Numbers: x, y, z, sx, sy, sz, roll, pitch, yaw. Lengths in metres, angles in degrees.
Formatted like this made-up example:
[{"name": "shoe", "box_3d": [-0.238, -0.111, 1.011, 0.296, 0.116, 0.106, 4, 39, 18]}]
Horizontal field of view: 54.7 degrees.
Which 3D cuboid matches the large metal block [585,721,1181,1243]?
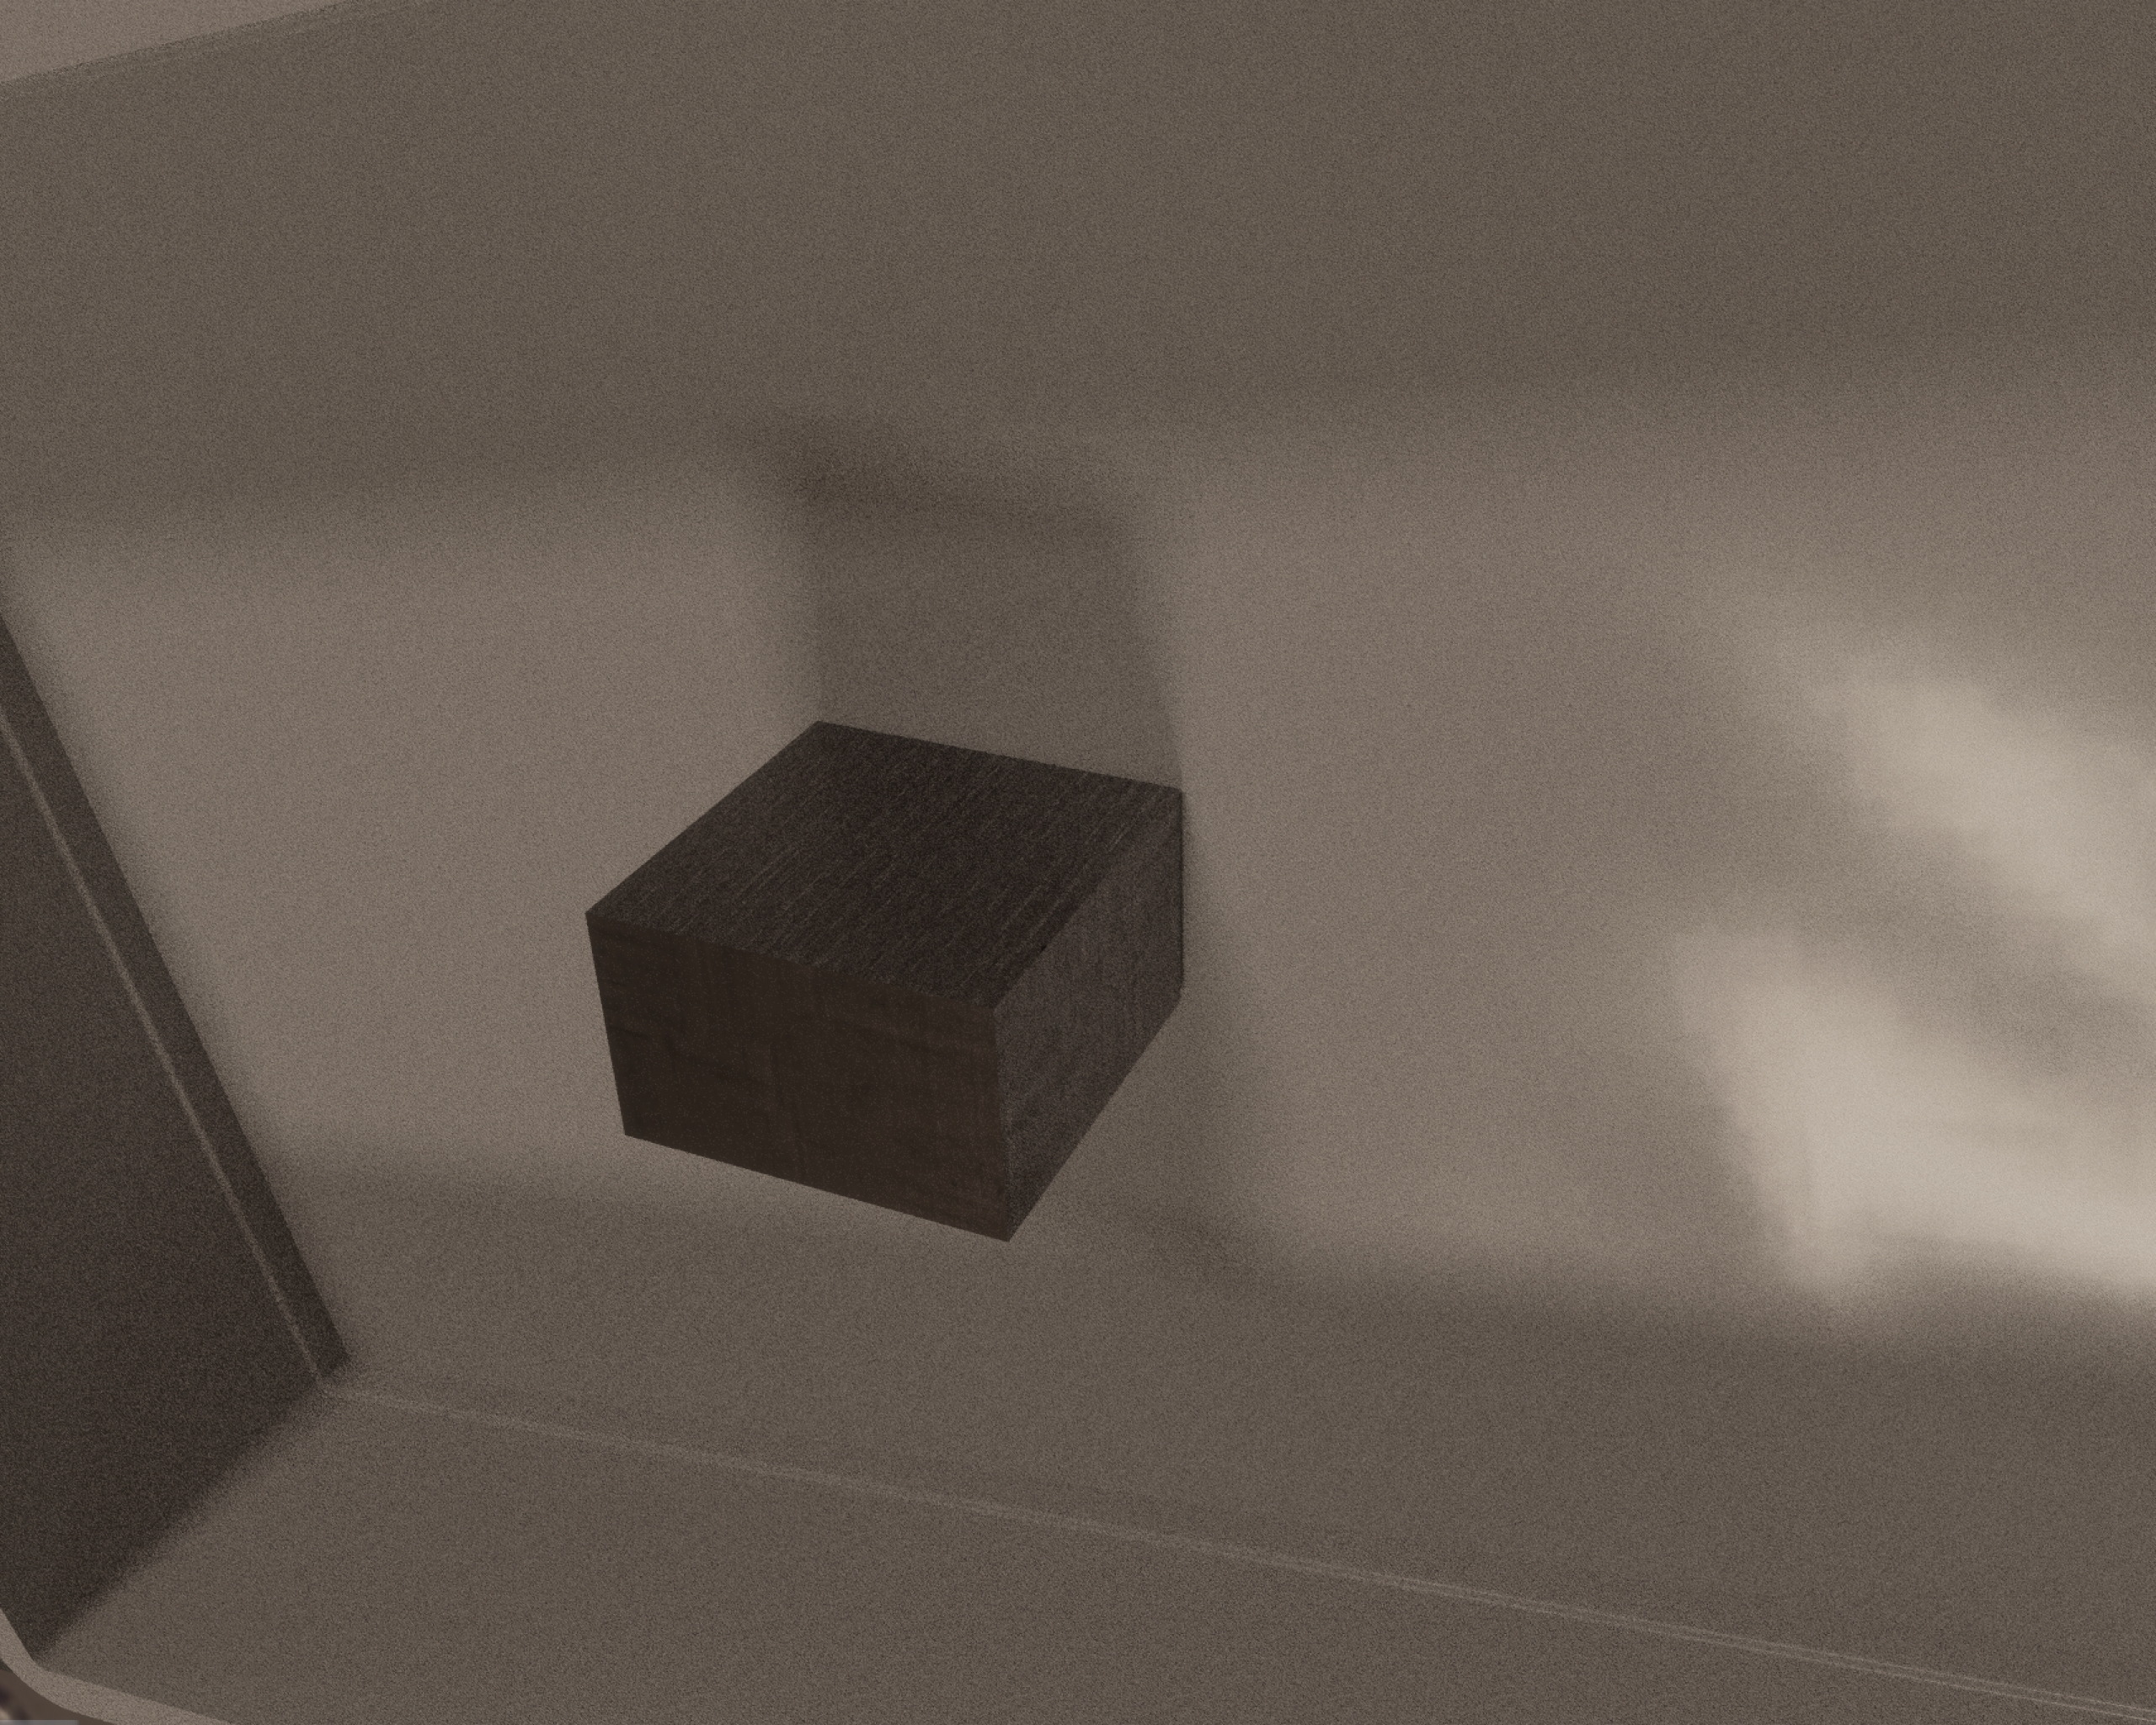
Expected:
[{"name": "large metal block", "box_3d": [-0.033, 0.019, 0.397, 0.080, 0.080, 0.050, 12, 123, 21]}]
